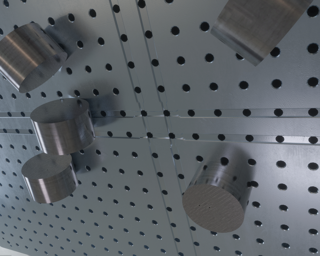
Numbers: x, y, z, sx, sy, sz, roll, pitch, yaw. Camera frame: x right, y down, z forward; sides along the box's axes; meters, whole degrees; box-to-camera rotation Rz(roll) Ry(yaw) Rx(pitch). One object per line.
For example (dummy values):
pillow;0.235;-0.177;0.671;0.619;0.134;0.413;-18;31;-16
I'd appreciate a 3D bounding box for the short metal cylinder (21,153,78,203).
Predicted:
short metal cylinder;-0.184;0.081;0.523;0.080;0.080;0.050;9;122;24

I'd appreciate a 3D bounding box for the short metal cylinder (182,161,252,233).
short metal cylinder;0.076;0.091;0.411;0.080;0.050;0.079;13;124;20

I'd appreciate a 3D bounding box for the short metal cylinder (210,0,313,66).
short metal cylinder;0.088;-0.101;0.267;0.050;0.080;0.080;38;129;3

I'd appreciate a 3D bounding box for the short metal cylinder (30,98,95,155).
short metal cylinder;-0.138;-0.004;0.446;0.080;0.080;0.050;9;122;24

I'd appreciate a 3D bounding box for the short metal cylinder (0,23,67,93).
short metal cylinder;-0.171;-0.091;0.410;0.050;0.080;0.080;48;129;-5
